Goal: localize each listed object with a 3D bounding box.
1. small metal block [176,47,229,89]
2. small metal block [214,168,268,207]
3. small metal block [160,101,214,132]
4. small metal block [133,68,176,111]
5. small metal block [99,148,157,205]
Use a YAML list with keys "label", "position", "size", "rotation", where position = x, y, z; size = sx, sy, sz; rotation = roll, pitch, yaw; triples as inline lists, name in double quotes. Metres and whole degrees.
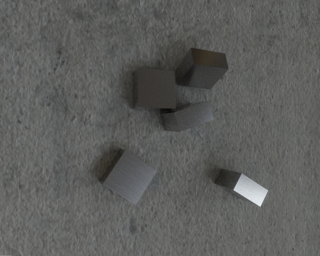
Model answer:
- label: "small metal block"
  position: [0.055, -0.078, 0.414]
  size: [0.050, 0.050, 0.025]
  rotation: [4, 63, -20]
- label: "small metal block"
  position: [0.114, 0.084, 0.440]
  size: [0.050, 0.050, 0.025]
  rotation: [33, 79, -18]
- label: "small metal block"
  position: [0.034, -0.015, 0.410]
  size: [0.050, 0.050, 0.025]
  rotation: [-19, 97, -19]
- label: "small metal block"
  position: [-0.008, -0.049, 0.404]
  size: [0.050, 0.025, 0.050]
  rotation: [1, 85, -20]
- label: "small metal block"
  position: [-0.041, 0.061, 0.395]
  size: [0.050, 0.025, 0.050]
  rotation: [36, 78, -17]
